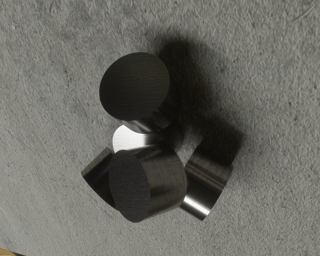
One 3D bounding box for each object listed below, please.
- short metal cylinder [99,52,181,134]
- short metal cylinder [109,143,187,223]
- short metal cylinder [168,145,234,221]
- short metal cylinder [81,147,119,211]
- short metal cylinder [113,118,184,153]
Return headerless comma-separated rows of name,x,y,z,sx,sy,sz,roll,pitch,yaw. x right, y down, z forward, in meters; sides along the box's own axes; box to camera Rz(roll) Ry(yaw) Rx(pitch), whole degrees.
short metal cylinder,-0.021,-0.038,0.352,0.080,0.080,0.050,13,167,21
short metal cylinder,-0.016,0.060,0.351,0.080,0.050,0.079,11,105,49
short metal cylinder,0.049,0.068,0.389,0.050,0.080,0.079,30,128,8
short metal cylinder,-0.066,0.072,0.445,0.080,0.050,0.080,44,174,7
short metal cylinder,-0.015,0.018,0.410,0.080,0.050,0.079,13,123,21
